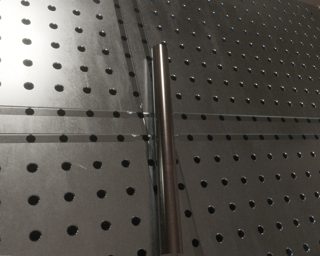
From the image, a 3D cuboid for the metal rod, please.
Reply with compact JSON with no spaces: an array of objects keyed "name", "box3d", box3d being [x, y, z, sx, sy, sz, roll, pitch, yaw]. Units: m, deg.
[{"name":"metal rod","box3d":[0.006,0.007,0.408,0.025,0.025,0.299,11,57,-23]}]
